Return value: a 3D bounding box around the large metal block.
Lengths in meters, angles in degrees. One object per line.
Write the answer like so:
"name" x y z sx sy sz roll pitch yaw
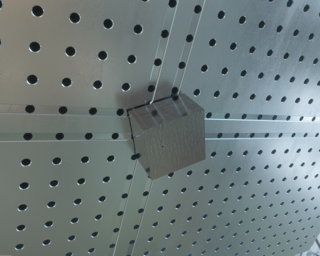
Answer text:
"large metal block" 0.011 0.011 0.406 0.081 0.050 0.079 -19 126 -18
